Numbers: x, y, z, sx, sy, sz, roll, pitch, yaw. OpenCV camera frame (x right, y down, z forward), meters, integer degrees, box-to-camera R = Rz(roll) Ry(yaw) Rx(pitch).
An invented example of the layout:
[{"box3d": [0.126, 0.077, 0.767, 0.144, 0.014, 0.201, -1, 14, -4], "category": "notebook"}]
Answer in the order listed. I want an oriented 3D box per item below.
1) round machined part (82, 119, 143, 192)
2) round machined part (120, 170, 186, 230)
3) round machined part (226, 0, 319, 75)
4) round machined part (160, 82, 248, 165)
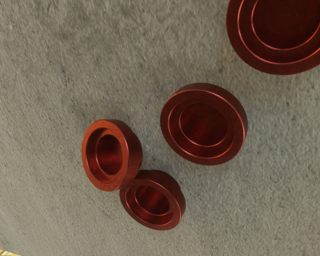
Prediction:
[{"box3d": [-0.063, 0.036, 0.432, 0.098, 0.042, 0.097, 2, 93, 40], "category": "round machined part"}, {"box3d": [-0.007, 0.101, 0.461, 0.098, 0.042, 0.097, 13, 124, 20], "category": "round machined part"}, {"box3d": [0.112, -0.100, 0.274, 0.098, 0.042, 0.097, 13, 124, 20], "category": "round machined part"}, {"box3d": [0.053, -0.008, 0.362, 0.098, 0.042, 0.097, 13, 124, 20], "category": "round machined part"}]
